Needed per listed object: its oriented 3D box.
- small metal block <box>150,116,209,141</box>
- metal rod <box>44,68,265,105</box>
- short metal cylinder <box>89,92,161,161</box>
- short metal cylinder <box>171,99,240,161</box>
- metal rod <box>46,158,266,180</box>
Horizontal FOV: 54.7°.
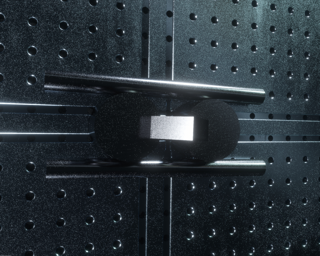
[{"bbox_3d":[0.024,0.001,0.355,0.050,0.050,0.025,6,86,-63],"label":"small metal block"},{"bbox_3d":[0.008,-0.052,0.412,0.302,0.025,0.025,2,90,-20],"label":"metal rod"},{"bbox_3d":[-0.043,-0.001,0.380,0.081,0.050,0.079,0,90,-20],"label":"short metal cylinder"},{"bbox_3d":[0.059,0.003,0.418,0.081,0.050,0.079,0,90,-20],"label":"short metal cylinder"},{"bbox_3d":[0.009,0.053,0.413,0.302,0.025,0.025,2,89,-20],"label":"metal rod"}]
